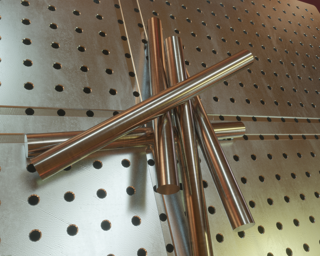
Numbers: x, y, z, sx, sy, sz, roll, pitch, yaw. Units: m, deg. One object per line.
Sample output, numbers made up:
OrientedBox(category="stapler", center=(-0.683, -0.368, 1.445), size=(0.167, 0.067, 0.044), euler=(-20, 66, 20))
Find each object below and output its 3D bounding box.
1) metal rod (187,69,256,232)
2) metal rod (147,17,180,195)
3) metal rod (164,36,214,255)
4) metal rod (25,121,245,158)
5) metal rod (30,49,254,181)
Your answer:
OrientedBox(category="metal rod", center=(0.052, -0.012, 0.413), size=(0.025, 0.025, 0.299), euler=(3, 51, -27))
OrientedBox(category="metal rod", center=(0.000, -0.053, 0.418), size=(0.025, 0.025, 0.300), euler=(13, 49, -21))
OrientedBox(category="metal rod", center=(0.034, 0.019, 0.387), size=(0.025, 0.025, 0.299), euler=(4, 69, -27))
OrientedBox(category="metal rod", center=(-0.009, 0.010, 0.398), size=(0.303, 0.025, 0.025), euler=(-4, 64, -30))
OrientedBox(category="metal rod", center=(-0.002, -0.027, 0.365), size=(0.302, 0.025, 0.025), euler=(-30, 78, -23))
